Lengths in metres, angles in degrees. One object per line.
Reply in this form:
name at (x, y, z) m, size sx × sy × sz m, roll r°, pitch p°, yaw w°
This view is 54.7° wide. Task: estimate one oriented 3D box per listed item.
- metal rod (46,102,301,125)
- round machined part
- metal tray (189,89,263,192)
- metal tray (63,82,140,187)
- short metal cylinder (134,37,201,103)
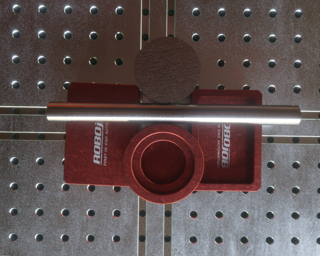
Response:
metal rod at (0.017, -0.018, 0.379) m, size 0.302 × 0.025 × 0.025 m, roll 1°, pitch 90°, yaw -1°
round machined part at (0.004, 0.043, 0.392) m, size 0.099 × 0.042 × 0.097 m, roll 0°, pitch 90°, yaw 0°
metal tray at (0.084, 0.016, 0.407) m, size 0.091 × 0.030 × 0.129 m, roll 1°, pitch 90°, yaw 0°
metal tray at (-0.074, 0.008, 0.405) m, size 0.091 × 0.030 × 0.129 m, roll 3°, pitch 90°, yaw 0°
short metal cylinder at (0.009, -0.070, 0.397) m, size 0.081 × 0.050 × 0.079 m, roll 0°, pitch 90°, yaw 0°
